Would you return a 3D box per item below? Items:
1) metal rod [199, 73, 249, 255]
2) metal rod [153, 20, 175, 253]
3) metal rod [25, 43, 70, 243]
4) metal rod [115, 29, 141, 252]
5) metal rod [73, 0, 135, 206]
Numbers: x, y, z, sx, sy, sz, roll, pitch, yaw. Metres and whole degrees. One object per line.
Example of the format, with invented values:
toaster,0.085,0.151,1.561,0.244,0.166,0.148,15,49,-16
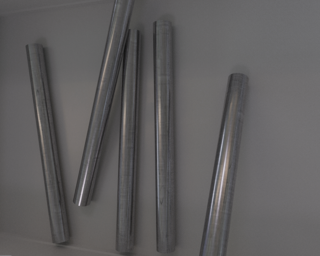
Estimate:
metal rod,0.063,0.073,0.319,0.025,0.025,0.299,5,65,20
metal rod,0.005,0.011,0.408,0.025,0.025,0.298,-1,90,20
metal rod,-0.171,0.021,0.470,0.025,0.025,0.298,-10,87,20
metal rod,-0.044,0.017,0.425,0.025,0.025,0.298,2,91,20
metal rod,-0.078,-0.034,0.422,0.025,0.025,0.298,18,102,19
